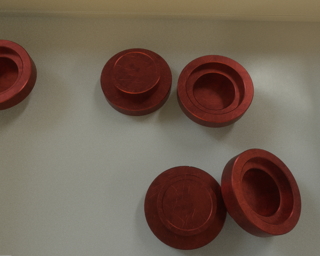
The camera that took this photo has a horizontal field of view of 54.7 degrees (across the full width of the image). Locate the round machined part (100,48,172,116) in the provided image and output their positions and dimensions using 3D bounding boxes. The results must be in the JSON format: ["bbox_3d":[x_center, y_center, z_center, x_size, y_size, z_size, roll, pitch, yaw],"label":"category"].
[{"bbox_3d":[-0.033,-0.069,0.426,0.099,0.042,0.098,0,70,-1],"label":"round machined part"}]

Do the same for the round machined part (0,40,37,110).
[{"bbox_3d":[-0.218,-0.068,0.423,0.099,0.042,0.098,0,70,-1],"label":"round machined part"}]

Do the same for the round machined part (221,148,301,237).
[{"bbox_3d":[0.111,0.076,0.361,0.099,0.042,0.098,12,60,-22],"label":"round machined part"}]

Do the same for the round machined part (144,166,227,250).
[{"bbox_3d":[0.031,0.092,0.367,0.099,0.042,0.098,0,70,-1],"label":"round machined part"}]

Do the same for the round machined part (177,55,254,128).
[{"bbox_3d":[0.072,-0.046,0.418,0.099,0.042,0.098,0,70,-1],"label":"round machined part"}]
